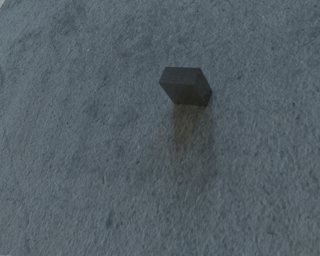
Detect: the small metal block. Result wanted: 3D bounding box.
[{"bbox_3d":[0.034,-0.054,0.404,0.050,0.050,0.025,9,67,32],"label":"small metal block"}]
